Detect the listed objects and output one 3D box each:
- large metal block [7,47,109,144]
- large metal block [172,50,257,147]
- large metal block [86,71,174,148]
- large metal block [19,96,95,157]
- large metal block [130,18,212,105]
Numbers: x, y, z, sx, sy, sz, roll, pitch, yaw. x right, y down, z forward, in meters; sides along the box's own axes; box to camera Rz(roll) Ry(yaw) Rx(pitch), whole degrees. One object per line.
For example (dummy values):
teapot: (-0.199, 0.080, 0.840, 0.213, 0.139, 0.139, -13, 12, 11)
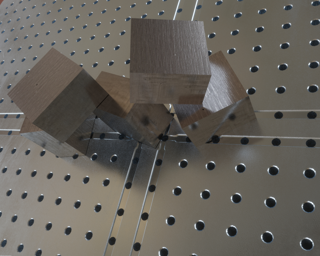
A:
large metal block: (-0.124, -0.041, 0.377, 0.080, 0.050, 0.080, -49, 51, -7)
large metal block: (0.060, -0.035, 0.382, 0.080, 0.050, 0.080, -27, 53, 11)
large metal block: (-0.041, -0.024, 0.407, 0.080, 0.080, 0.050, 20, 73, 35)
large metal block: (-0.144, -0.011, 0.452, 0.050, 0.080, 0.080, -6, 59, 25)
large metal block: (0.008, -0.074, 0.344, 0.081, 0.050, 0.080, 1, 58, -5)
